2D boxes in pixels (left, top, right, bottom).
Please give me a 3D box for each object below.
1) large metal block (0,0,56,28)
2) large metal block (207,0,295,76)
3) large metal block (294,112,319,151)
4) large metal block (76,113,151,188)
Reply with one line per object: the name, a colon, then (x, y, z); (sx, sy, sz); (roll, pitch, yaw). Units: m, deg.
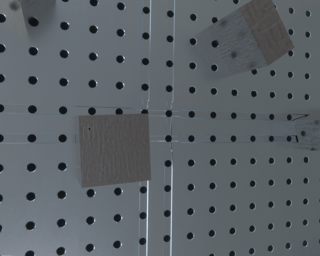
large metal block: (-0.157, -0.163, 0.325); (0.080, 0.080, 0.050); (44, 77, -15)
large metal block: (0.122, -0.125, 0.428); (0.050, 0.080, 0.080); (-34, 101, -17)
large metal block: (0.275, 0.000, 0.484); (0.081, 0.080, 0.050); (-17, 96, -19)
large metal block: (-0.058, 0.024, 0.378); (0.081, 0.050, 0.080); (-3, 91, -20)
